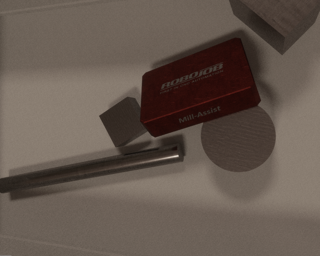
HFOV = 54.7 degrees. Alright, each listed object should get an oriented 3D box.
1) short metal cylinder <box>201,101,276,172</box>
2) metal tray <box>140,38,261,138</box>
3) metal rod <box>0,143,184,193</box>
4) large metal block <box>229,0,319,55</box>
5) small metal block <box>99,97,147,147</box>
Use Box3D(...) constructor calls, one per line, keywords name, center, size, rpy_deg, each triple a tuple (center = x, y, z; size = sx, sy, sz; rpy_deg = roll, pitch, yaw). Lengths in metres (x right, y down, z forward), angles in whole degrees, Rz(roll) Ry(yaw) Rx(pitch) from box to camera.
Box3D(name="short metal cylinder", center=(0.093, 0.009, 0.364), size=(0.080, 0.050, 0.079), rpy_deg=(0, 90, 19))
Box3D(name="metal tray", center=(0.042, -0.048, 0.366), size=(0.130, 0.030, 0.090), rpy_deg=(-18, 45, 18))
Box3D(name="metal rod", center=(-0.112, 0.062, 0.448), size=(0.301, 0.025, 0.025), rpy_deg=(-12, 86, 19))
Box3D(name="large metal block", center=(0.123, -0.133, 0.338), size=(0.080, 0.080, 0.050), rpy_deg=(46, 104, 14))
Box3D(name="small metal block", center=(-0.047, -0.008, 0.426), size=(0.050, 0.025, 0.050), rpy_deg=(-32, 80, 17))
